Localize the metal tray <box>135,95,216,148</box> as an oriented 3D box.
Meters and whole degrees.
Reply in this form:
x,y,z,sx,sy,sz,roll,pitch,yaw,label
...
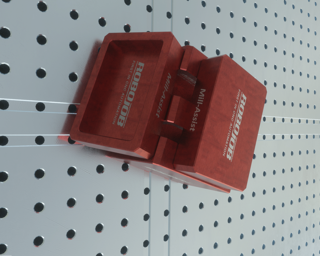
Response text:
x,y,z,sx,sy,sz,roll,pitch,yaw,label
0.031,0.001,0.390,0.131,0.090,0.030,25,73,-38,metal tray

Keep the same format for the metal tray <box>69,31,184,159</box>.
x,y,z,sx,sy,sz,roll,pitch,yaw,label
-0.035,-0.039,0.333,0.030,0.090,0.130,38,65,-58,metal tray

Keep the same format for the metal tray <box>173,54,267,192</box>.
x,y,z,sx,sy,sz,roll,pitch,yaw,label
0.072,-0.003,0.347,0.090,0.030,0.130,26,74,-37,metal tray

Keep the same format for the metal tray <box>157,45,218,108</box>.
x,y,z,sx,sy,sz,roll,pitch,yaw,label
0.047,-0.055,0.404,0.131,0.090,0.030,26,74,-37,metal tray

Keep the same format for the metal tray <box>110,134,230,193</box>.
x,y,z,sx,sy,sz,roll,pitch,yaw,label
0.018,0.044,0.380,0.131,0.090,0.030,27,74,-37,metal tray
